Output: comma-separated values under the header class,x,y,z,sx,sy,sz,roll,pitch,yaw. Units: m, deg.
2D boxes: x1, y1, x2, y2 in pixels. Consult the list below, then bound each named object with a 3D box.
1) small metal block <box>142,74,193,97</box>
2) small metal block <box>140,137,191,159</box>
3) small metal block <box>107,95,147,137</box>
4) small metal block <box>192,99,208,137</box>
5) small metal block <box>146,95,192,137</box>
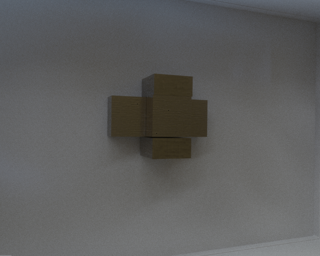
class,x,y,z,sx,sy,sz,roll,pitch,yaw
small metal block,0.008,-0.052,0.398,0.050,0.050,0.025,1,90,-20
small metal block,0.006,0.024,0.396,0.050,0.050,0.025,1,90,-20
small metal block,-0.039,-0.014,0.394,0.050,0.025,0.050,1,90,-20
small metal block,0.036,-0.013,0.422,0.050,0.025,0.050,1,90,-20
small metal block,0.011,-0.014,0.385,0.050,0.025,0.050,1,90,-20
